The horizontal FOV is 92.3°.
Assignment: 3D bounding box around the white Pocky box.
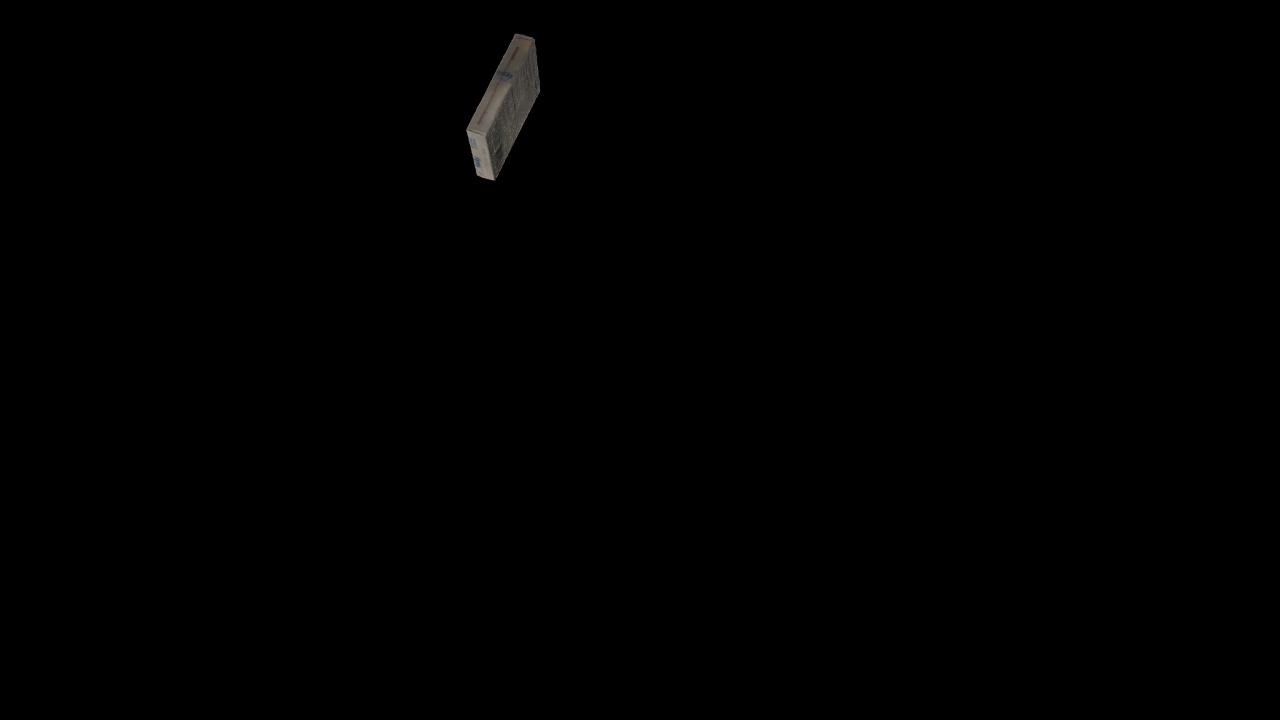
[{"bbox_3d":[-0.158,-0.298,0.729,0.028,0.154,0.084,17,-22,2],"label":"white Pocky box"}]
